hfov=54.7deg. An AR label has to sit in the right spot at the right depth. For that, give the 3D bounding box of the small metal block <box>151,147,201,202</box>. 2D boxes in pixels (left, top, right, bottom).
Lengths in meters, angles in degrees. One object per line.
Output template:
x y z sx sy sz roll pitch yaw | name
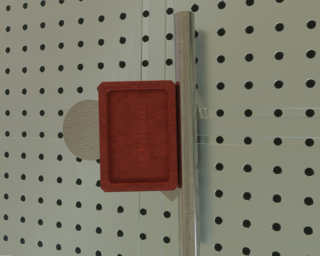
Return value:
0.016 0.059 0.405 0.050 0.025 0.050 41 102 15 | small metal block

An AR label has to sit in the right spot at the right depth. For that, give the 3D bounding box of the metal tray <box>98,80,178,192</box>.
-0.026 0.009 0.376 0.091 0.030 0.129 -1 90 0 | metal tray

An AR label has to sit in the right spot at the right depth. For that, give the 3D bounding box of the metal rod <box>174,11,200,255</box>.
0.033 0.012 0.373 0.025 0.025 0.298 -1 90 19 | metal rod

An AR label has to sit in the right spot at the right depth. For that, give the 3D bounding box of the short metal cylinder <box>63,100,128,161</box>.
-0.085 0.002 0.427 0.080 0.050 0.079 0 90 19 | short metal cylinder

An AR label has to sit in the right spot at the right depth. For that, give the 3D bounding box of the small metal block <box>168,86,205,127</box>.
0.026 -0.029 0.403 0.050 0.025 0.050 -16 85 19 | small metal block
